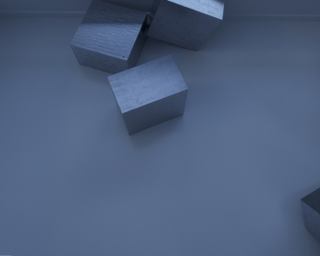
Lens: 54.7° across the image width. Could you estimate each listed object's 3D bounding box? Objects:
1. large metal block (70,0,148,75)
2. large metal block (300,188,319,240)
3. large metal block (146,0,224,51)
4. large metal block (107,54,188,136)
[{"bbox_3d":[-0.068,-0.126,0.442,0.080,0.050,0.080,17,71,6],"label":"large metal block"},{"bbox_3d":[0.219,0.099,0.340,0.080,0.050,0.080,-27,28,-9],"label":"large metal block"},{"bbox_3d":[0.033,-0.159,0.428,0.081,0.080,0.050,14,70,-13],"label":"large metal block"},{"bbox_3d":[-0.014,-0.039,0.394,0.080,0.080,0.050,-21,72,-8],"label":"large metal block"}]
